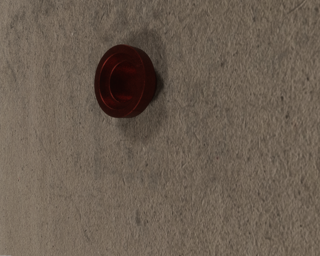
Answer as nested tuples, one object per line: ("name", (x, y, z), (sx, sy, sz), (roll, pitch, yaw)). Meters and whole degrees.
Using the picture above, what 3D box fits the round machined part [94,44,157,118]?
("round machined part", (-0.043, -0.062, 0.427), (0.098, 0.042, 0.097), (0, 90, 39))
